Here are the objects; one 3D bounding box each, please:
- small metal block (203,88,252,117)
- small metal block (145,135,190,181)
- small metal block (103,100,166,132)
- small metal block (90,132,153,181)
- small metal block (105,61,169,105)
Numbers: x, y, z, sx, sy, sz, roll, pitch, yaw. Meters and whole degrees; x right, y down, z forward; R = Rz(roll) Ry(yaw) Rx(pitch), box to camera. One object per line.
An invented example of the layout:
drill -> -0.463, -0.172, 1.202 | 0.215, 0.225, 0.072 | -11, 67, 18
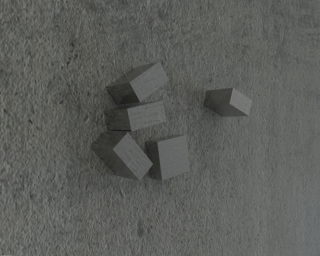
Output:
small metal block -> 0.104, -0.038, 0.475 | 0.050, 0.050, 0.025 | 24, 75, -38
small metal block -> 0.011, 0.038, 0.413 | 0.050, 0.025, 0.050 | -12, 98, -39
small metal block -> -0.030, -0.014, 0.363 | 0.050, 0.050, 0.025 | -17, 101, -39
small metal block -> -0.044, 0.031, 0.351 | 0.025, 0.050, 0.050 | -51, 120, -28
small metal block -> -0.027, -0.052, 0.365 | 0.050, 0.050, 0.025 | -42, 116, -32
